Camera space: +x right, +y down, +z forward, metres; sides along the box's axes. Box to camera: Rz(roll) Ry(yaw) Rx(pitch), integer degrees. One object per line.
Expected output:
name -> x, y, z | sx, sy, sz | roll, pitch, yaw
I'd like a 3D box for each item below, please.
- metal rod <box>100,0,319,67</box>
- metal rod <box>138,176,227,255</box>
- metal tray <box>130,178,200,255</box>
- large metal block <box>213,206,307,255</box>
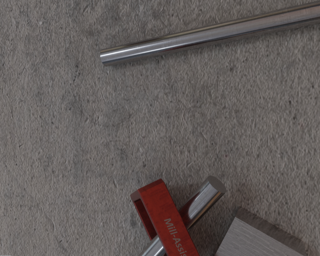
metal rod -> 0.064, -0.116, 0.385 | 0.301, 0.025, 0.025 | -7, 88, 19
metal rod -> -0.021, 0.172, 0.389 | 0.025, 0.025, 0.298 | 42, 113, 14
metal tray -> 0.009, 0.130, 0.368 | 0.030, 0.090, 0.130 | -23, 80, -17
large metal block -> 0.108, 0.151, 0.357 | 0.080, 0.050, 0.080 | 27, 99, 17
